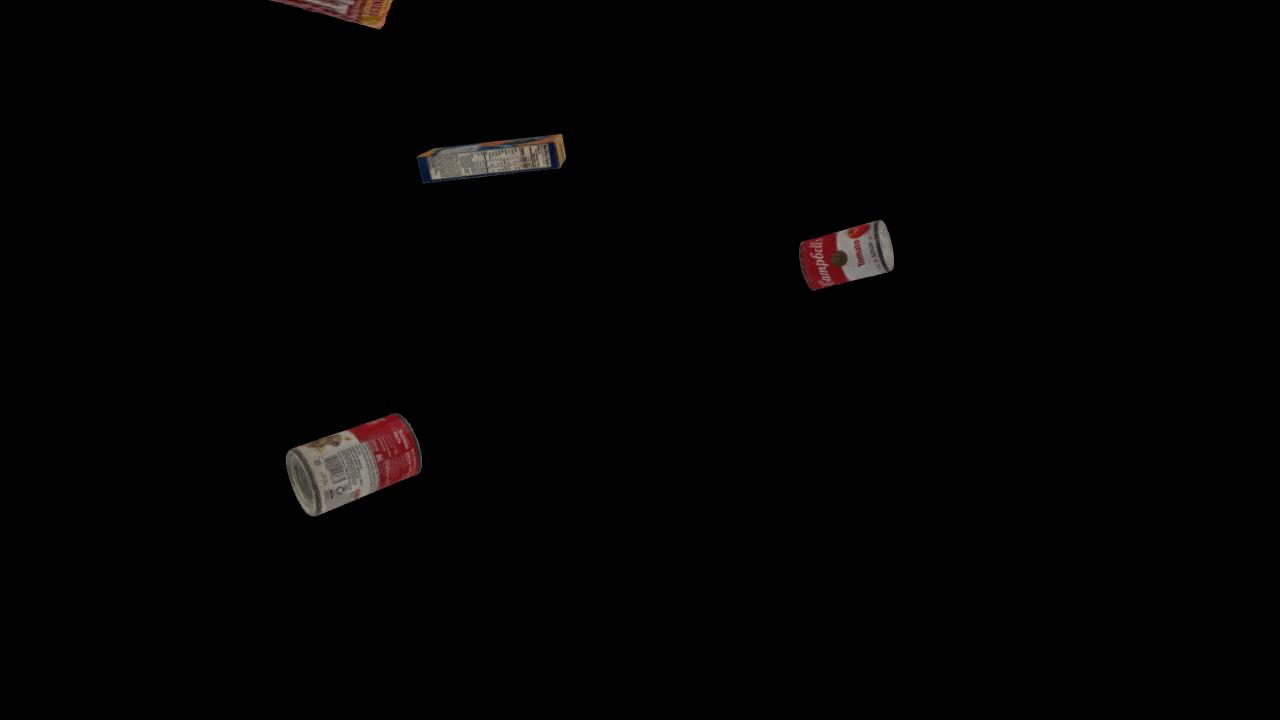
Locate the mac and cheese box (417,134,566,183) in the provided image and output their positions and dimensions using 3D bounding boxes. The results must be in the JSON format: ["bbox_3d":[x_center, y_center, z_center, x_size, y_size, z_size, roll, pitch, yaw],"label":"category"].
[{"bbox_3d":[-0.198,-0.275,0.838,0.184,0.041,0.093,-6,24,1],"label":"mac and cheese box"}]

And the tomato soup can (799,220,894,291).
[{"bbox_3d":[0.265,-0.133,0.787,0.101,0.068,0.068,-12,-6,33],"label":"tomato soup can"}]

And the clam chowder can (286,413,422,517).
[{"bbox_3d":[-0.273,0.099,0.591,0.068,0.068,0.102,0,15,44],"label":"clam chowder can"}]

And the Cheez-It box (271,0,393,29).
[{"bbox_3d":[-0.270,-0.303,0.394,0.223,0.071,0.166,0,6,-31],"label":"Cheez-It box"}]
